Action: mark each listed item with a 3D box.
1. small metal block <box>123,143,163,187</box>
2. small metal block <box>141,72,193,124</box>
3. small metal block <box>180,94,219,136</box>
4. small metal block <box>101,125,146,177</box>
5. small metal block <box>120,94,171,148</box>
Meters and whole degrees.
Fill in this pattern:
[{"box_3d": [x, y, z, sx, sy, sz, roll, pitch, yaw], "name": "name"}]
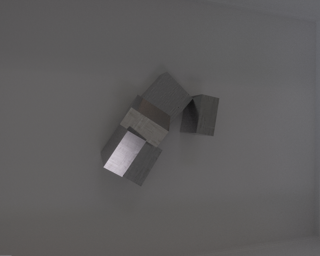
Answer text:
[{"box_3d": [-0.028, 0.041, 0.387, 0.025, 0.050, 0.050, 34, 79, -17], "name": "small metal block"}, {"box_3d": [0.006, -0.038, 0.413, 0.050, 0.025, 0.050, 44, 76, -14], "name": "small metal block"}, {"box_3d": [0.052, -0.016, 0.416, 0.025, 0.050, 0.050, 10, 87, -20], "name": "small metal block"}, {"box_3d": [-0.046, 0.023, 0.374, 0.025, 0.050, 0.050, 32, 94, -20], "name": "small metal block"}, {"box_3d": [-0.016, -0.010, 0.373, 0.050, 0.050, 0.025, 33, 111, -9], "name": "small metal block"}]
